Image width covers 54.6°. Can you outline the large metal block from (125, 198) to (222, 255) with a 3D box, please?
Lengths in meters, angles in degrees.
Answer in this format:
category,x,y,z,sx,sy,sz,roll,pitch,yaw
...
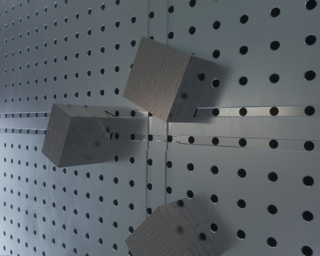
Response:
category,x,y,z,sx,sy,sz,roll,pitch,yaw
large metal block,0.014,0.147,0.383,0.080,0.050,0.080,-51,60,28

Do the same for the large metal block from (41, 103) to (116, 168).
category,x,y,z,sx,sy,sz,roll,pitch,yaw
large metal block,-0.125,0.010,0.478,0.050,0.081,0.080,30,109,36

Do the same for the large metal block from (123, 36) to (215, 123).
category,x,y,z,sx,sy,sz,roll,pitch,yaw
large metal block,0.009,-0.060,0.387,0.080,0.050,0.080,32,110,35
